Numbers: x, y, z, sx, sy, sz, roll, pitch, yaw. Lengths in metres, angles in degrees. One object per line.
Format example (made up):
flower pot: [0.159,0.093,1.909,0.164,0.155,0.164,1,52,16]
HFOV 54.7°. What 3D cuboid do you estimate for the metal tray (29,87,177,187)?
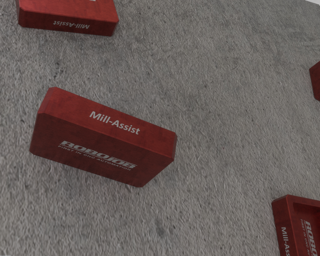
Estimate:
metal tray: [-0.060,0.016,0.319,0.131,0.090,0.030,21,54,-16]

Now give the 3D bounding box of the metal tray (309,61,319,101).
metal tray: [0.381,-0.079,0.653,0.131,0.030,0.090,21,54,-16]

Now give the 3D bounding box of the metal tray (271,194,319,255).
metal tray: [0.203,0.161,0.411,0.091,0.030,0.130,14,56,-20]

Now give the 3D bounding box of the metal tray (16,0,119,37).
metal tray: [-0.132,-0.180,0.439,0.131,0.030,0.090,-3,63,-30]
